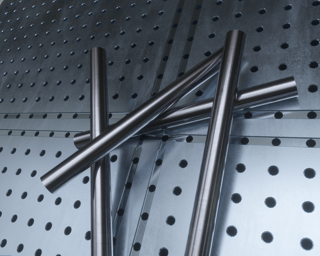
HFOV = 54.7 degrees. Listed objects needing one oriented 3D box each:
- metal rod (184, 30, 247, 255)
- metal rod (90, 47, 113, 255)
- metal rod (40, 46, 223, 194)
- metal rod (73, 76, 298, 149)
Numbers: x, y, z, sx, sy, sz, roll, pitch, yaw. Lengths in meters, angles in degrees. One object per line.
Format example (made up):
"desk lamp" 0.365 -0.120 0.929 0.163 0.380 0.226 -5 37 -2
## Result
"metal rod" 0.061 0.025 0.337 0.025 0.025 0.299 3 70 29
"metal rod" -0.079 0.021 0.406 0.025 0.025 0.299 -15 64 19
"metal rod" -0.014 -0.021 0.391 0.301 0.025 0.025 -37 50 -11
"metal rod" 0.018 -0.014 0.406 0.301 0.025 0.025 -14 56 20
